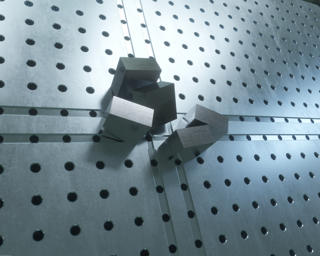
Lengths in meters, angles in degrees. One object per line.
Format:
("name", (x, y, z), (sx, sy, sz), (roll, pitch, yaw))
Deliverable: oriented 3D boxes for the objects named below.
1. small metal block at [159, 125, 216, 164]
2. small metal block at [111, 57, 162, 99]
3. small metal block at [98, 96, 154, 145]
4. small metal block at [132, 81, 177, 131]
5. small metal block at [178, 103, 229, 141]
("small metal block", (0.034, 0.021, 0.397), (0.050, 0.050, 0.025), (-8, 66, -32))
("small metal block", (-0.032, -0.066, 0.412), (0.050, 0.050, 0.025), (-5, 51, -30))
("small metal block", (-0.042, -0.007, 0.374), (0.050, 0.050, 0.025), (18, 55, -18))
("small metal block", (-0.006, -0.030, 0.405), (0.050, 0.025, 0.050), (-24, 119, -37))
("small metal block", (0.058, -0.001, 0.423), (0.050, 0.050, 0.025), (22, 54, -15))
